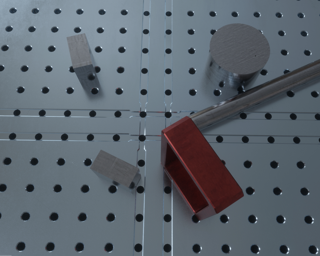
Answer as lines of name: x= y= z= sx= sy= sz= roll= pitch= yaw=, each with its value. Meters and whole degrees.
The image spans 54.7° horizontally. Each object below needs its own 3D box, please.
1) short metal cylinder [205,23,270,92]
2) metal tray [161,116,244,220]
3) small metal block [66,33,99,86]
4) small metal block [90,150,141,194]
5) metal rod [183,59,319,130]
short metal cylinder: x=0.106 y=-0.098 z=0.436 sx=0.081 sy=0.050 sz=0.080 roll=0 pitch=70 yaw=0
metal tray: x=0.037 y=0.051 z=0.338 sx=0.030 sy=0.130 sz=0.090 roll=-31 pitch=73 yaw=-11
small metal block: x=-0.107 y=-0.094 z=0.432 sx=0.025 sy=0.050 sz=0.050 roll=-15 pitch=71 yaw=-5
small metal block: x=-0.052 y=0.054 z=0.378 sx=0.050 sy=0.050 sz=0.025 roll=25 pitch=72 yaw=8
metal rod: x=0.173 y=-0.061 z=0.436 sx=0.302 sy=0.025 sz=0.025 roll=-23 pitch=72 yaw=-9
